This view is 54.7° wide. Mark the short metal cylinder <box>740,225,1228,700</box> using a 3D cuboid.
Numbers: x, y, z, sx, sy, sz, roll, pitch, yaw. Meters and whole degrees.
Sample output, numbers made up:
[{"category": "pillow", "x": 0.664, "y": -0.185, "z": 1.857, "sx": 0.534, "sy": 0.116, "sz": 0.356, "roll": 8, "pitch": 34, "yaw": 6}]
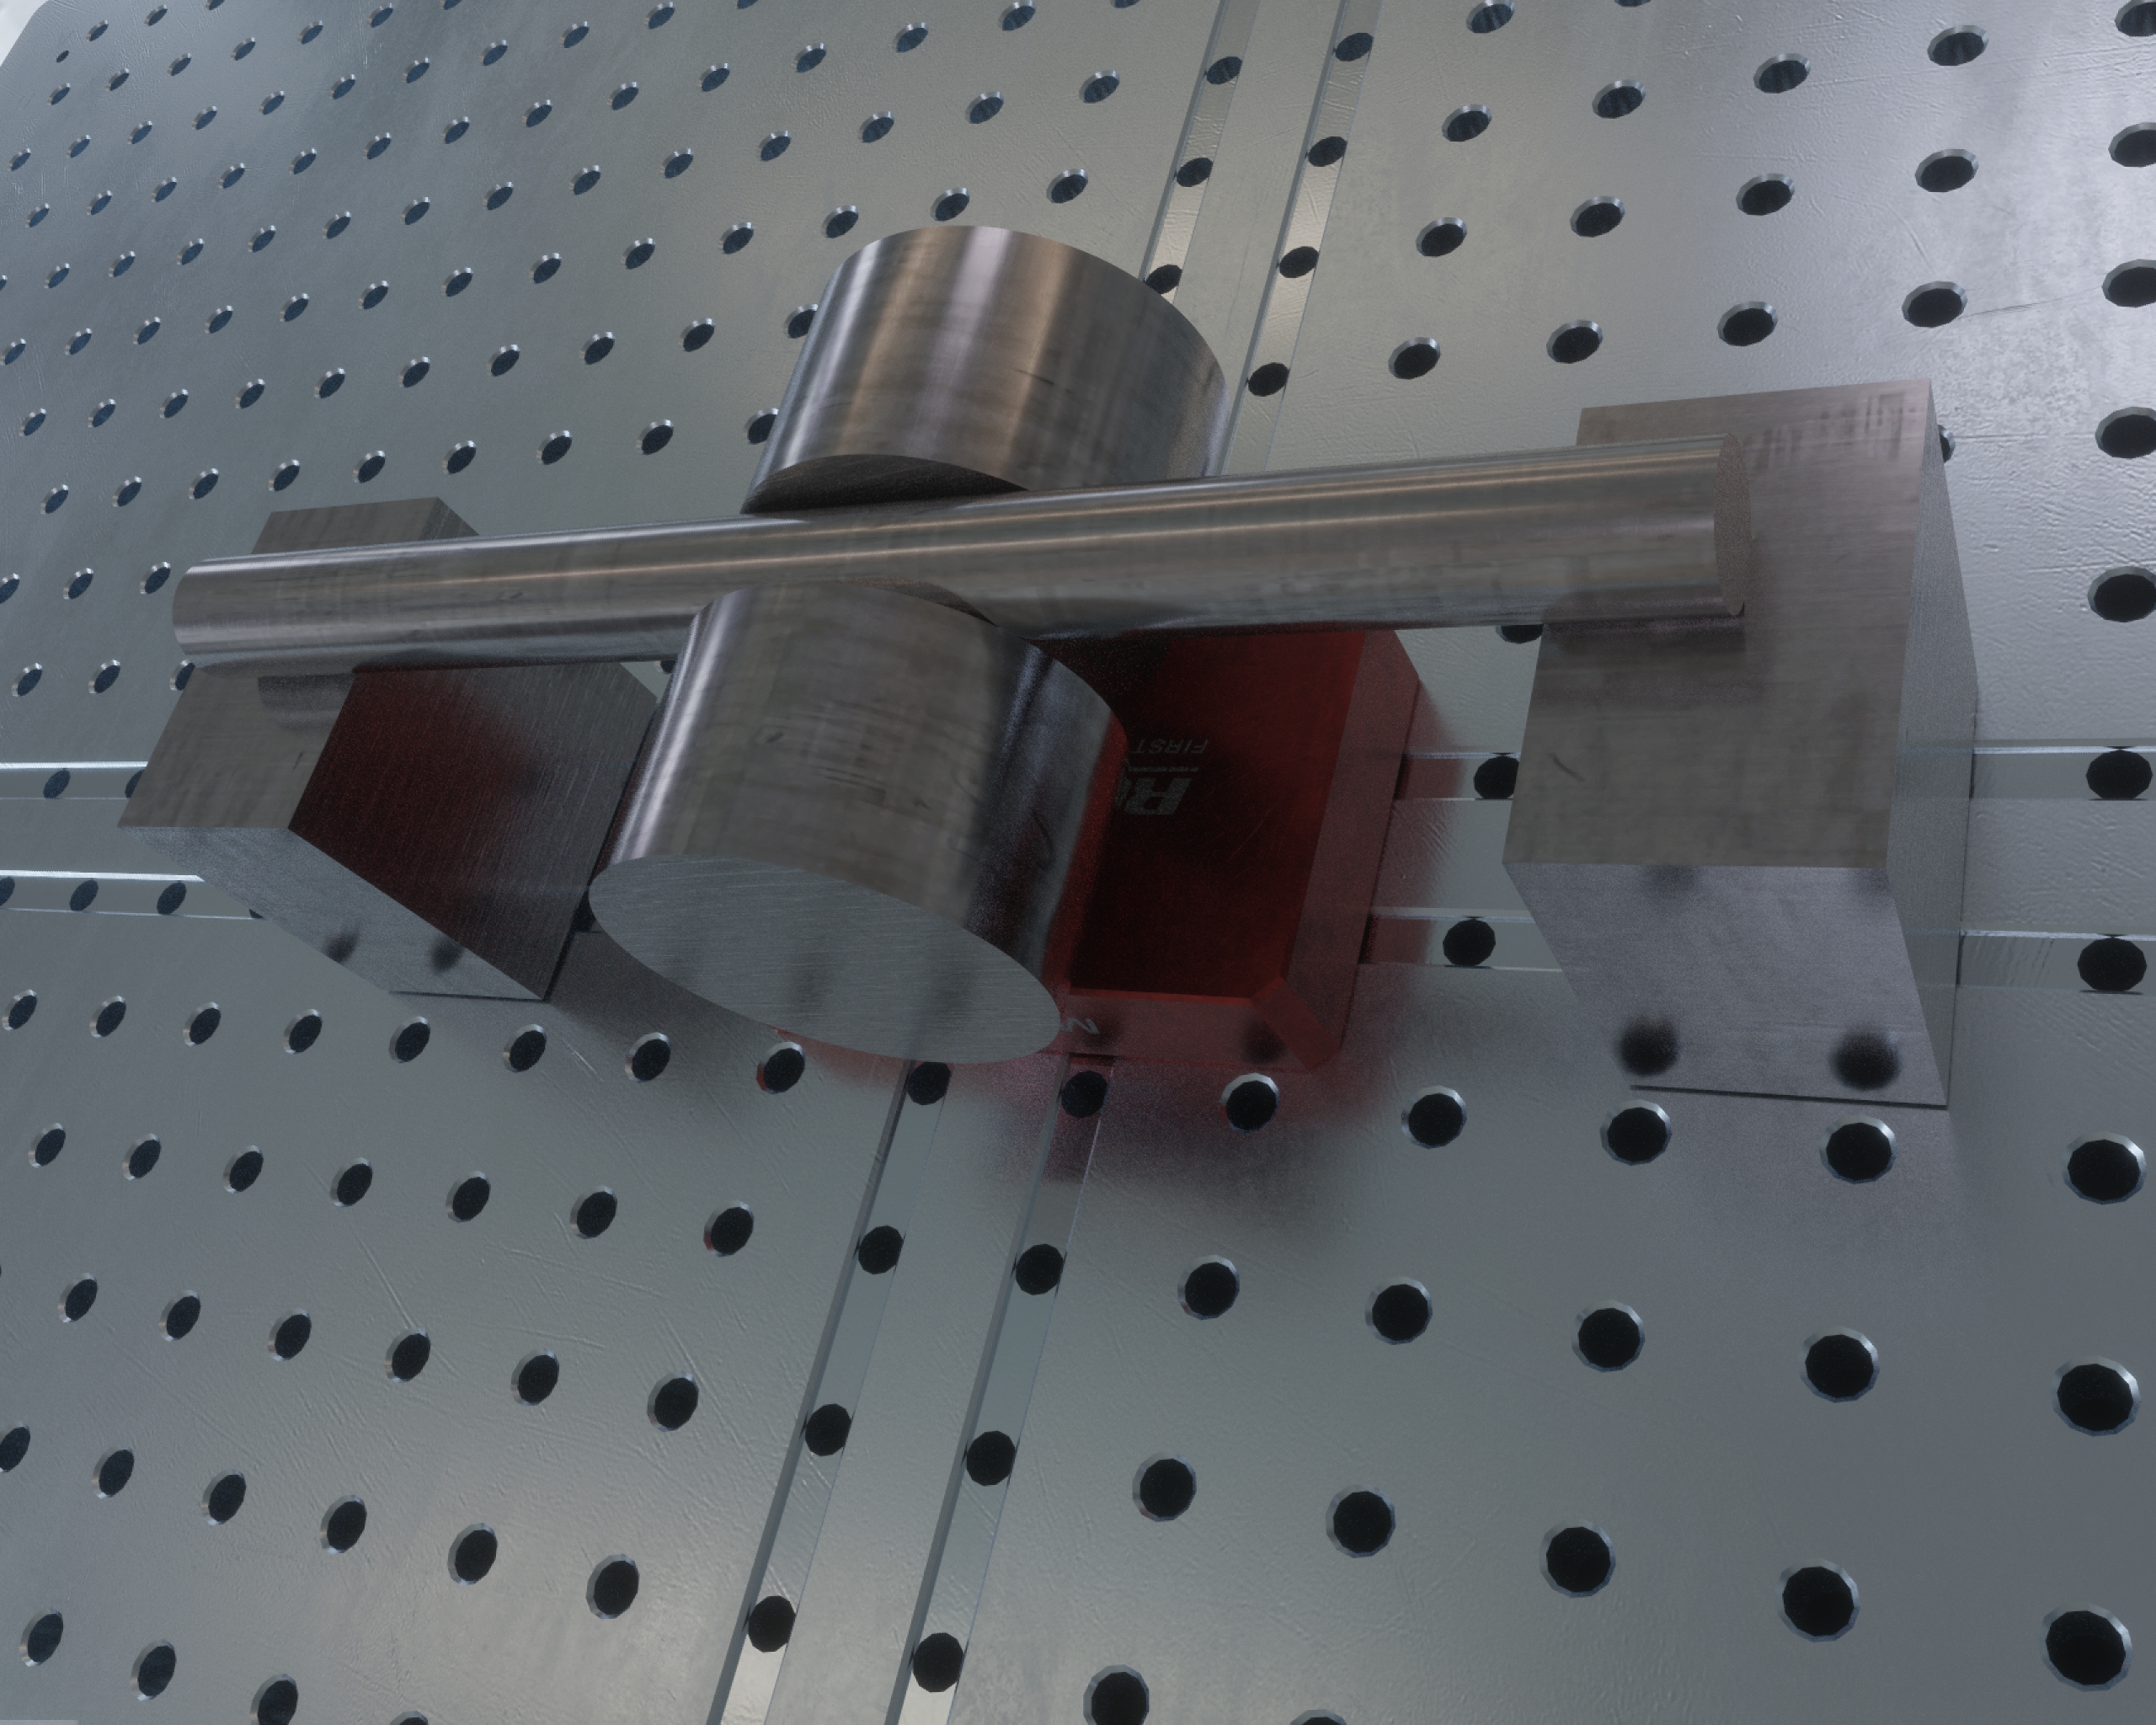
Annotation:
[{"category": "short metal cylinder", "x": -0.017, "y": -0.071, "z": 0.387, "sx": 0.080, "sy": 0.080, "sz": 0.050, "roll": 1, "pitch": 62, "yaw": 28}]

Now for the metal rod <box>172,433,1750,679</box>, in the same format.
[{"category": "metal rod", "x": -0.043, "y": -0.048, "z": 0.357, "sx": 0.300, "sy": 0.025, "sz": 0.025, "roll": 1, "pitch": 62, "yaw": 28}]

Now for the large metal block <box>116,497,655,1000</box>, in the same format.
[{"category": "large metal block", "x": -0.149, "y": -0.023, "z": 0.464, "sx": 0.050, "sy": 0.080, "sz": 0.080, "roll": 1, "pitch": 62, "yaw": 29}]

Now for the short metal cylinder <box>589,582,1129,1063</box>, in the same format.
[{"category": "short metal cylinder", "x": -0.036, "y": -0.004, "z": 0.356, "sx": 0.080, "sy": 0.080, "sz": 0.050, "roll": 1, "pitch": 62, "yaw": 28}]

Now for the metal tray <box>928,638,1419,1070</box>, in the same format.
[{"category": "metal tray", "x": -0.006, "y": -0.010, "z": 0.414, "sx": 0.130, "sy": 0.030, "sz": 0.090, "roll": 2, "pitch": 62, "yaw": 29}]

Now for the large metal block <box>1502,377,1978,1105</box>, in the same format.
[{"category": "large metal block", "x": 0.107, "y": -0.016, "z": 0.325, "sx": 0.050, "sy": 0.080, "sz": 0.080, "roll": 1, "pitch": 62, "yaw": 29}]
